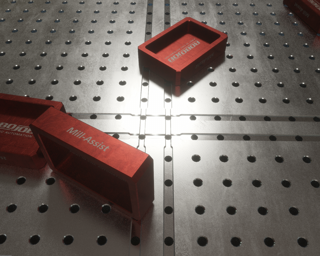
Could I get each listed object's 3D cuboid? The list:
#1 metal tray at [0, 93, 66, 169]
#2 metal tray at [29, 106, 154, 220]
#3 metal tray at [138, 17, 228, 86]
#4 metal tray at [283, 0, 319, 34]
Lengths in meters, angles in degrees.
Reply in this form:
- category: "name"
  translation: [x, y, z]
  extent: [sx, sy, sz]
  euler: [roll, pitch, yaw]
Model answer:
- category: "metal tray"
  translation: [-0.199, -0.001, 0.402]
  extent: [0.131, 0.030, 0.090]
  euler: [9, 50, 7]
- category: "metal tray"
  translation: [-0.070, 0.039, 0.331]
  extent: [0.130, 0.089, 0.030]
  euler: [25, 54, 19]
- category: "metal tray"
  translation: [0.039, -0.132, 0.515]
  extent: [0.090, 0.030, 0.131]
  euler: [35, 58, 25]
- category: "metal tray"
  translation: [0.318, -0.238, 0.608]
  extent: [0.091, 0.030, 0.130]
  euler: [-13, 51, -11]
